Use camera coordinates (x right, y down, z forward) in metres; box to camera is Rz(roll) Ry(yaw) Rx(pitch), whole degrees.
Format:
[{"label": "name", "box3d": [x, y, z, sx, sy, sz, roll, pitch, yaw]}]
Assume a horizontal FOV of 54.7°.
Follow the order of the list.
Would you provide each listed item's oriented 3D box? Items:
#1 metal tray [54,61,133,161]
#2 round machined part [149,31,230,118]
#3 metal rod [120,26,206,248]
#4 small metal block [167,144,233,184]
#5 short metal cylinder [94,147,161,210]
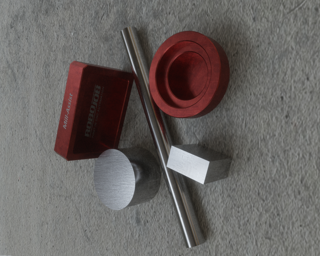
[{"label": "metal tray", "box3d": [-0.091, -0.022, 0.437, 0.030, 0.091, 0.129, 23, 105, 37]}, {"label": "round machined part", "box3d": [0.037, -0.060, 0.363, 0.098, 0.042, 0.097, 0, 90, 39]}, {"label": "metal rod", "box3d": [-0.001, 0.001, 0.406, 0.025, 0.025, 0.299, -28, 73, 36]}, {"label": "small metal block", "box3d": [0.045, 0.038, 0.348, 0.050, 0.050, 0.025, 21, 104, 37]}, {"label": "short metal cylinder", "box3d": [-0.045, 0.067, 0.425, 0.080, 0.050, 0.079, 0, 90, 39]}]
